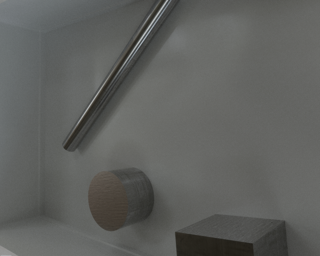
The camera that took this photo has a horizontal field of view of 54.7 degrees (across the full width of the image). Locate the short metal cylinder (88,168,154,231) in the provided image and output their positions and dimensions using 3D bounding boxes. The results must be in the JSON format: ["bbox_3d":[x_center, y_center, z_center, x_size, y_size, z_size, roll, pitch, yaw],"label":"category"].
[{"bbox_3d":[-0.055,0.098,0.434,0.080,0.050,0.079,0,90,39],"label":"short metal cylinder"}]

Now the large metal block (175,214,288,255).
[{"bbox_3d":[0.073,0.123,0.309,0.080,0.081,0.050,-7,86,39],"label":"large metal block"}]

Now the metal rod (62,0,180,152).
[{"bbox_3d":[-0.070,-0.069,0.462,0.298,0.025,0.025,-50,61,28],"label":"metal rod"}]
